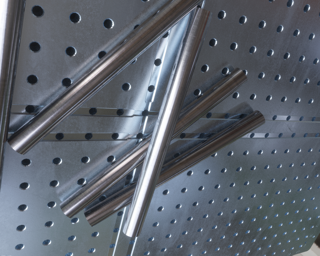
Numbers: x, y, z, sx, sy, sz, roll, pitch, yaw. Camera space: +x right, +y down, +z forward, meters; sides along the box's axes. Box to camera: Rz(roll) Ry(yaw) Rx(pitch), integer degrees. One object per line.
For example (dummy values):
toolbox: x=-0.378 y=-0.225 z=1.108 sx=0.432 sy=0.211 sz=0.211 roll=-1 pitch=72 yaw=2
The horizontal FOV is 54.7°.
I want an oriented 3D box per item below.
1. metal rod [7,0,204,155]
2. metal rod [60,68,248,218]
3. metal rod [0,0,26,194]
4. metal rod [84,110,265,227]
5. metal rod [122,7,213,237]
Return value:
metal rod: x=-0.043 y=-0.078 z=0.340 sx=0.300 sy=0.025 sz=0.025 roll=-41 pitch=130 yaw=-1
metal rod: x=-0.006 y=0.018 z=0.420 sx=0.301 sy=0.025 sz=0.025 roll=-38 pitch=130 yaw=-3
metal rod: x=-0.152 y=-0.050 z=0.297 sx=0.025 sy=0.025 sz=0.298 roll=5 pitch=116 yaw=-31
metal rod: x=0.028 y=0.055 z=0.462 sx=0.302 sy=0.025 sz=0.025 roll=-29 pitch=129 yaw=-10
metal rod: x=0.005 y=0.003 z=0.390 sx=0.025 sy=0.025 sz=0.298 roll=9 pitch=105 yaw=-33
